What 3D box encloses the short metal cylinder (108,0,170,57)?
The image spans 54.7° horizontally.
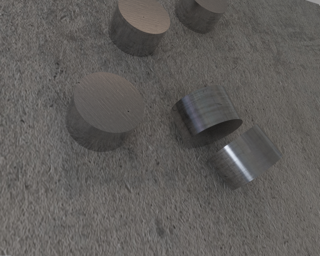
[{"bbox_3d":[-0.032,-0.154,0.465,0.081,0.050,0.080,14,56,-21],"label":"short metal cylinder"}]

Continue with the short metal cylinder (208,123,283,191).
[{"bbox_3d":[0.110,0.038,0.405,0.081,0.080,0.050,-28,77,-37],"label":"short metal cylinder"}]

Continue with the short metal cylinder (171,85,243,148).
[{"bbox_3d":[0.061,-0.013,0.409,0.081,0.080,0.050,-10,67,-32],"label":"short metal cylinder"}]

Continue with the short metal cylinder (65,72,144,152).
[{"bbox_3d":[-0.065,-0.018,0.364,0.081,0.050,0.080,14,56,-21],"label":"short metal cylinder"}]

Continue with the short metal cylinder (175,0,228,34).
[{"bbox_3d":[0.074,-0.219,0.561,0.081,0.050,0.080,14,56,-21],"label":"short metal cylinder"}]
